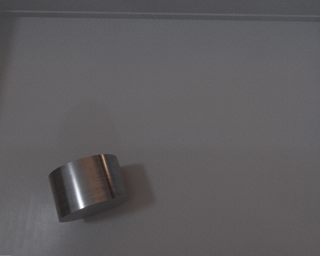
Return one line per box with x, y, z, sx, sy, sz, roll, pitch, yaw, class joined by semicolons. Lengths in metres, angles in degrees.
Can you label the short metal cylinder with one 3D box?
-0.080;0.069;0.354;0.081;0.080;0.050;-19;71;-7;short metal cylinder
